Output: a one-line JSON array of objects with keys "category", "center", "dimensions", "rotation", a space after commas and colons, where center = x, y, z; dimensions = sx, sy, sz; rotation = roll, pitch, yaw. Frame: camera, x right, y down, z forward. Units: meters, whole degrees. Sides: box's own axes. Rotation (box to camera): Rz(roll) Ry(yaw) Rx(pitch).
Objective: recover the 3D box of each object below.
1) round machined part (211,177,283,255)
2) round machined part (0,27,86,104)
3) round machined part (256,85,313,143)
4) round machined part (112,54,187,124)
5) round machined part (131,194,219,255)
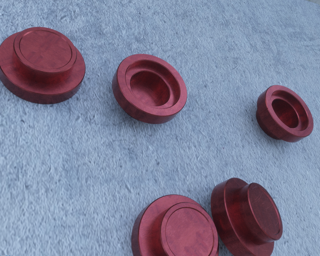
[{"category": "round machined part", "center": [0.108, 0.104, 0.367], "dimensions": [0.098, 0.042, 0.098], "rotation": [32, 40, -31]}, {"category": "round machined part", "center": [-0.138, -0.080, 0.368], "dimensions": [0.099, 0.042, 0.098], "rotation": [14, 56, -21]}, {"category": "round machined part", "center": [0.199, -0.019, 0.512], "dimensions": [0.099, 0.042, 0.098], "rotation": [14, 56, -21]}, {"category": "round machined part", "center": [-0.017, -0.047, 0.413], "dimensions": [0.099, 0.042, 0.098], "rotation": [14, 56, -21]}, {"category": "round machined part", "center": [0.023, 0.119, 0.332], "dimensions": [0.099, 0.042, 0.098], "rotation": [14, 56, -21]}]
